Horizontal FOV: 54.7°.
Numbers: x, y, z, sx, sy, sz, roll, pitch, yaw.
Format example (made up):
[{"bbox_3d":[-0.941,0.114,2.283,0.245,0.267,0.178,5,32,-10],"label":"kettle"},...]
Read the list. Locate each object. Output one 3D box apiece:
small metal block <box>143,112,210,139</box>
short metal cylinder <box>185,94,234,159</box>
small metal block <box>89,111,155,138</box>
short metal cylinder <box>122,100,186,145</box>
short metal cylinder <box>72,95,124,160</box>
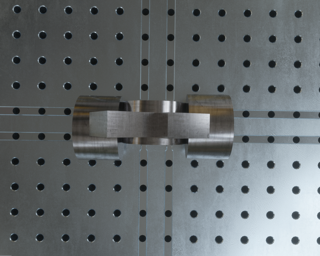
[{"bbox_3d":[0.016,-0.002,0.324,0.050,0.050,0.025,1,90,-31],"label":"small metal block"},{"bbox_3d":[0.058,-0.002,0.385,0.050,0.080,0.079,1,90,1],"label":"short metal cylinder"},{"bbox_3d":[-0.040,-0.004,0.319,0.050,0.050,0.025,1,90,-32],"label":"small metal block"},{"bbox_3d":[-0.007,-0.006,0.385,0.081,0.080,0.050,1,90,0],"label":"short metal cylinder"},{"bbox_3d":[-0.073,0.000,0.385,0.050,0.080,0.079,1,90,0],"label":"short metal cylinder"}]
